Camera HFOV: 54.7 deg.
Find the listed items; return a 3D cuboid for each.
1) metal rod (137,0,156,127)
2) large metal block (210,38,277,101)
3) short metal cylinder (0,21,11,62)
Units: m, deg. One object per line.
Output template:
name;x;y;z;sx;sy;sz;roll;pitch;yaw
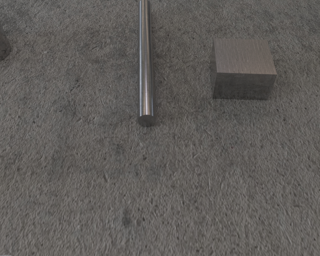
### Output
metal rod;-0.024;-0.124;0.507;0.025;0.025;0.300;-2;50;-2
large metal block;0.120;-0.088;0.462;0.080;0.050;0.080;2;50;2
short metal cylinder;-0.294;-0.144;0.506;0.081;0.050;0.080;0;50;0
